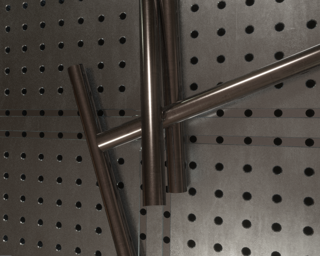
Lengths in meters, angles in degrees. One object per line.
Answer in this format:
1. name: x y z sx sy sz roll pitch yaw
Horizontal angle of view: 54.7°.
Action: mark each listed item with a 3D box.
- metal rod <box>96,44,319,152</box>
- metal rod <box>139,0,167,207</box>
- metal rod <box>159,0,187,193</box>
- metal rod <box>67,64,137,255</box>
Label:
1. metal rod: 0.062 -0.035 0.370 0.301 0.025 0.025 -21 83 10
2. metal rod: -0.011 -0.059 0.372 0.025 0.025 0.299 -9 71 19
3. metal rod: 0.016 -0.066 0.406 0.025 0.025 0.298 -3 89 19
4. metal rod: -0.081 0.054 0.439 0.025 0.025 0.298 -18 84 19
